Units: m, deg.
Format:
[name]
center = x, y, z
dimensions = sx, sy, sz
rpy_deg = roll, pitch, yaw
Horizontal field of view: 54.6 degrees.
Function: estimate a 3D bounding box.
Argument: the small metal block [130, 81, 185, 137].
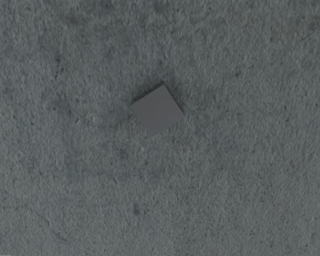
[small metal block]
center = -0.003, -0.025, 0.400
dimensions = 0.050, 0.025, 0.050
rpy_deg = -31, 107, 11
